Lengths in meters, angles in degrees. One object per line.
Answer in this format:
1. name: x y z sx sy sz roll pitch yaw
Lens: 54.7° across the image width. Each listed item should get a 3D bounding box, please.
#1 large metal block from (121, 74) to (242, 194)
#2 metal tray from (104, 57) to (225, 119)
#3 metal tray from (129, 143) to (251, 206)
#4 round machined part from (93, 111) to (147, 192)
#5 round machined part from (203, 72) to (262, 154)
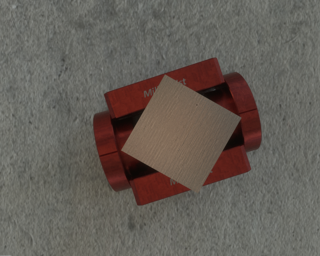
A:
1. large metal block: 0.019 0.005 0.306 0.080 0.050 0.080 30 90 -1
2. metal tray: 0.005 -0.044 0.380 0.131 0.090 0.030 -18 90 -1
3. metal tray: 0.033 0.051 0.378 0.131 0.090 0.030 -17 90 -1
4. round machined part: -0.044 0.024 0.374 0.042 0.098 0.097 -16 90 0
5. round machined part: 0.082 -0.015 0.375 0.042 0.098 0.097 -16 90 0
